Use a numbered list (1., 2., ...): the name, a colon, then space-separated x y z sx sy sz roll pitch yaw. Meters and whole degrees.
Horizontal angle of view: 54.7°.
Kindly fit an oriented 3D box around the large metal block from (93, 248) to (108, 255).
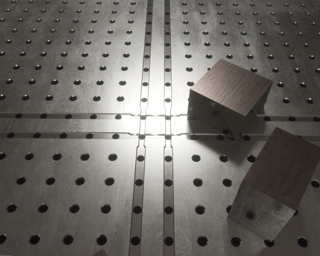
1. large metal block: -0.057 0.164 0.253 0.081 0.050 0.080 -31 57 -24

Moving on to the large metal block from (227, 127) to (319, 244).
1. large metal block: 0.118 0.060 0.323 0.050 0.080 0.080 29 56 22

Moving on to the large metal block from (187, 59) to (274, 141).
1. large metal block: 0.095 -0.041 0.427 0.080 0.050 0.080 30 56 22
